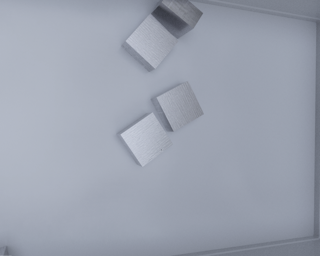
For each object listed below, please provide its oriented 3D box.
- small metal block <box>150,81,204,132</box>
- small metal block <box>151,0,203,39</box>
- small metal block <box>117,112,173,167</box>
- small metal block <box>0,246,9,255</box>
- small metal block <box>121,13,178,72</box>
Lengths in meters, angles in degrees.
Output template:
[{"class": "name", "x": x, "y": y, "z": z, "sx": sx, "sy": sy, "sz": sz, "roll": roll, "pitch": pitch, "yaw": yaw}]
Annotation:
[{"class": "small metal block", "x": 0.023, "y": -0.029, "z": 0.419, "sx": 0.050, "sy": 0.025, "sz": 0.050, "roll": -30, "pitch": 100, "yaw": -18}, {"class": "small metal block", "x": 0.020, "y": -0.148, "z": 0.404, "sx": 0.050, "sy": 0.050, "sz": 0.025, "roll": 34, "pitch": 79, "yaw": -17}, {"class": "small metal block", "x": -0.020, "y": 0.014, "z": 0.403, "sx": 0.050, "sy": 0.025, "sz": 0.050, "roll": -36, "pitch": 102, "yaw": -16}, {"class": "small metal block", "x": -0.190, "y": 0.154, "z": 0.328, "sx": 0.050, "sy": 0.050, "sz": 0.025, "roll": -13, "pitch": 95, "yaw": -20}, {"class": "small metal block", "x": -0.013, "y": -0.110, "z": 0.405, "sx": 0.050, "sy": 0.025, "sz": 0.050, "roll": 42, "pitch": 77, "yaw": -15}]
